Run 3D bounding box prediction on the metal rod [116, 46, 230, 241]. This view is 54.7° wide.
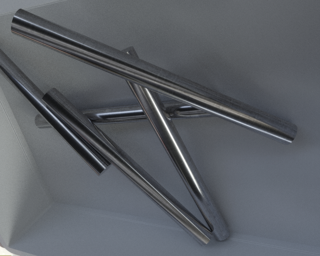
[{"bbox_3d":[0.026,0.037,0.394,0.025,0.025,0.299,-11,120,33],"label":"metal rod"}]

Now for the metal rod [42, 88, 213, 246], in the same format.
[{"bbox_3d":[-0.043,0.056,0.433,0.300,0.025,0.025,43,129,-3],"label":"metal rod"}]

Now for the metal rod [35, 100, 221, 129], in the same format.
[{"bbox_3d":[-0.062,-0.018,0.430,0.300,0.025,0.025,-3,117,29],"label":"metal rod"}]

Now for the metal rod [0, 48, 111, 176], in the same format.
[{"bbox_3d":[-0.183,-0.046,0.453,0.300,0.025,0.025,45,129,6],"label":"metal rod"}]

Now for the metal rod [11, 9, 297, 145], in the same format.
[{"bbox_3d":[0.003,-0.047,0.317,0.302,0.025,0.025,21,129,-9],"label":"metal rod"}]
